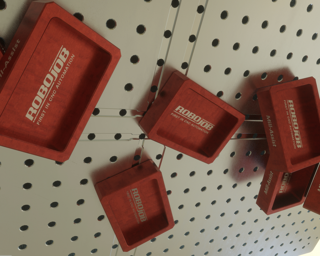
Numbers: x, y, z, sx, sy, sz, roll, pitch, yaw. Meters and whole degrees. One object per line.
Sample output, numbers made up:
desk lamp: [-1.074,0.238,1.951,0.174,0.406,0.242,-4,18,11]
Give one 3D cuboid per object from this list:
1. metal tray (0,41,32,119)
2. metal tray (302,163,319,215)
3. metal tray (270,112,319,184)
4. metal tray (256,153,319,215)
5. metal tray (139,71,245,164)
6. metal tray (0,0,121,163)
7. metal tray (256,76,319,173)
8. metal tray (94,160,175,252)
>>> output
metal tray: [-0.185,-0.058,0.270,0.090,0.030,0.129,-27,128,-12]
metal tray: [0.294,0.076,0.543,0.091,0.030,0.129,-17,124,-55]
metal tray: [0.264,0.037,0.574,0.091,0.030,0.129,-8,122,-24]
metal tray: [0.226,0.087,0.544,0.091,0.030,0.129,-9,123,-22]
metal tray: [0.048,-0.009,0.427,0.131,0.030,0.090,25,104,-37]
metal tray: [-0.103,-0.040,0.295,0.090,0.030,0.130,28,88,-48]
metal tray: [0.206,-0.006,0.473,0.091,0.030,0.129,-14,93,-21]
metal tray: [-0.033,0.119,0.462,0.091,0.030,0.129,-23,127,-14]
